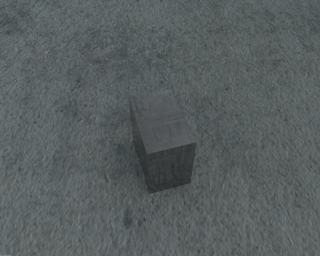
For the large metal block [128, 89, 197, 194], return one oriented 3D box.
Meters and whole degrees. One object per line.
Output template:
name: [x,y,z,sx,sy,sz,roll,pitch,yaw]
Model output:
large metal block: [0.000,0.016,0.355,0.050,0.080,0.080,-13,51,-11]
